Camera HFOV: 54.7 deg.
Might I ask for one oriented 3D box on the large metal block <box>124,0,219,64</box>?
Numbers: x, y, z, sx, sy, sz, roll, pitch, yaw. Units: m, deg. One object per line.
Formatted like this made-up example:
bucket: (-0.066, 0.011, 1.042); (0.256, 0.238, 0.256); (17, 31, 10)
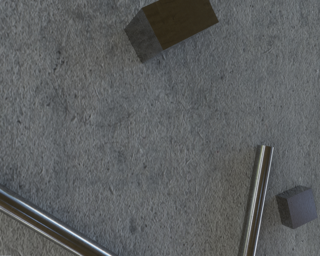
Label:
large metal block: (0.011, -0.127, 0.385); (0.080, 0.080, 0.050); (-31, 101, -18)

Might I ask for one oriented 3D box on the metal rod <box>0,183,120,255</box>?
metal rod: (-0.135, 0.111, 0.359); (0.301, 0.025, 0.025); (39, 78, -16)

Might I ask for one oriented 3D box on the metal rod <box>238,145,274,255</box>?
metal rod: (0.131, 0.174, 0.459); (0.025, 0.025, 0.298); (13, 86, -20)

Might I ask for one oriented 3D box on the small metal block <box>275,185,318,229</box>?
small metal block: (0.217, 0.125, 0.492); (0.050, 0.025, 0.050); (-16, 96, -20)
